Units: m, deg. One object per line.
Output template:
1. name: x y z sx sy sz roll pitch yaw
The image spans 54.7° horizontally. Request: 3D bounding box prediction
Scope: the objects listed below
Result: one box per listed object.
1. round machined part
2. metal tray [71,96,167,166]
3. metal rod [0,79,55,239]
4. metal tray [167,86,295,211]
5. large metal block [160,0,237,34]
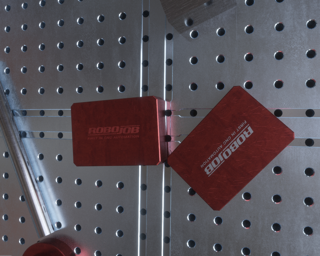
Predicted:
1. round machined part: -0.172 0.221 0.463 0.098 0.042 0.097 0 90 19
2. metal tray: -0.058 0.006 0.429 0.130 0.030 0.089 -3 89 19
3. metal rod: -0.230 0.027 0.491 0.025 0.025 0.299 -26 82 18
4. metal tray: 0.084 0.025 0.380 0.090 0.030 0.130 45 103 14
5. large metal block: 0.040 -0.178 0.385 0.080 0.050 0.080 -22 83 18
